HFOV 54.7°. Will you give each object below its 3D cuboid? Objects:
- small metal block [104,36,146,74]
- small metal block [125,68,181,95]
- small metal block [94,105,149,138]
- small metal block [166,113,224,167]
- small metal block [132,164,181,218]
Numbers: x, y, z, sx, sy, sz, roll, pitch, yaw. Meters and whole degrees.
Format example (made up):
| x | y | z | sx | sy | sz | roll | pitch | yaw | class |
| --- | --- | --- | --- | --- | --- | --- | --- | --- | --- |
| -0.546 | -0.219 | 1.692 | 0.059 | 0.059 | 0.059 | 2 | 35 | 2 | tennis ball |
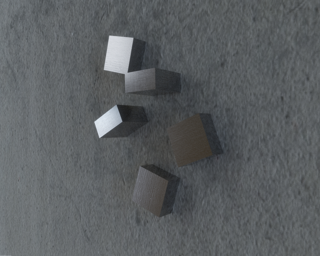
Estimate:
| x | y | z | sx | sy | sz | roll | pitch | yaw | class |
| --- | --- | --- | --- | --- | --- | --- | --- | --- | --- |
| -0.051 | -0.103 | 0.445 | 0.050 | 0.025 | 0.050 | 18 | 101 | 38 | small metal block |
| -0.009 | -0.057 | 0.394 | 0.050 | 0.050 | 0.025 | -1 | 89 | 39 | small metal block |
| -0.053 | -0.008 | 0.430 | 0.050 | 0.050 | 0.025 | -32 | 70 | 35 | small metal block |
| 0.041 | 0.015 | 0.370 | 0.050 | 0.025 | 0.050 | -26 | 74 | 36 | small metal block |
| -0.006 | 0.081 | 0.408 | 0.050 | 0.025 | 0.050 | 22 | 104 | 37 | small metal block |
